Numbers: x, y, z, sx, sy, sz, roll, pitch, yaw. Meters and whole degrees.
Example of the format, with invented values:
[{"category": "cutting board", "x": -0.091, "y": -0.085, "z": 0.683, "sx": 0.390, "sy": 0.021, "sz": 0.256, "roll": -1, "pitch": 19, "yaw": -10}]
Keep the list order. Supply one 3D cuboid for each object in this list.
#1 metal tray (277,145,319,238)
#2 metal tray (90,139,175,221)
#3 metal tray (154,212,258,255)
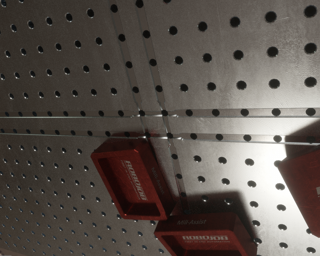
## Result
[{"category": "metal tray", "x": 0.199, "y": 0.053, "z": 0.310, "sx": 0.130, "sy": 0.030, "sz": 0.090, "roll": -32, "pitch": 81, "yaw": 42}, {"category": "metal tray", "x": -0.041, "y": 0.083, "z": 0.479, "sx": 0.090, "sy": 0.030, "sz": 0.129, "roll": -8, "pitch": 115, "yaw": 31}, {"category": "metal tray", "x": 0.067, "y": 0.170, "z": 0.466, "sx": 0.130, "sy": 0.030, "sz": 0.090, "roll": -14, "pitch": 121, "yaw": 33}]
